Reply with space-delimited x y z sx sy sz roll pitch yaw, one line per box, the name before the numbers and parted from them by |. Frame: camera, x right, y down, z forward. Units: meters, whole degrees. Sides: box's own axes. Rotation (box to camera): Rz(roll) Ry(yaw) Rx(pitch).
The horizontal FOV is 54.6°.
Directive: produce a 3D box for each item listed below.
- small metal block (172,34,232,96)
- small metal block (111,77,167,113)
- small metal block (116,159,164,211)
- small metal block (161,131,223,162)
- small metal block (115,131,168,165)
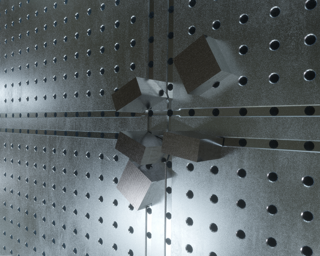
small metal block | 0.049 -0.074 0.370 0.050 0.025 0.050 -34 69 35
small metal block | -0.028 -0.043 0.417 0.050 0.050 0.025 -29 72 36
small metal block | -0.029 0.078 0.435 0.050 0.025 0.050 39 114 33
small metal block | 0.038 0.020 0.363 0.050 0.050 0.025 12 98 39
small metal block | -0.022 0.025 0.413 0.050 0.050 0.025 28 108 36
